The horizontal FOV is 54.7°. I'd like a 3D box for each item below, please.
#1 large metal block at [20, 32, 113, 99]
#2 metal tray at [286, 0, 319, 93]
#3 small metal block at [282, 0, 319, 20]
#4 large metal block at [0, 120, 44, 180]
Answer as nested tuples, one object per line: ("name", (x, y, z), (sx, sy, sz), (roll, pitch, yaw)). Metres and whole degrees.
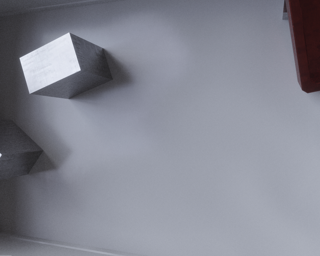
("large metal block", (-0.125, -0.080, 0.424), (0.080, 0.080, 0.050), (-20, 84, 18))
("metal tray", (0.182, -0.107, 0.313), (0.090, 0.030, 0.129), (-11, 115, 19))
("small metal block", (0.169, -0.152, 0.351), (0.050, 0.025, 0.050), (6, 92, 19))
("large metal block", (-0.241, 0.031, 0.464), (0.080, 0.080, 0.050), (39, 102, 15))
